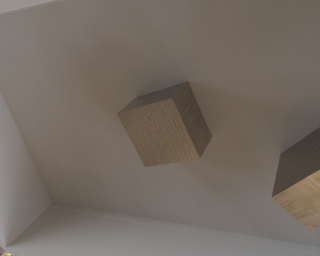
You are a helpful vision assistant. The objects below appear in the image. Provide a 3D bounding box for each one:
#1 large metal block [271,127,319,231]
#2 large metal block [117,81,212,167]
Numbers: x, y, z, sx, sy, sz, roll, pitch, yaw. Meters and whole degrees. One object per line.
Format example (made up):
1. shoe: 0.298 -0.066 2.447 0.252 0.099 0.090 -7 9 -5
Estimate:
1. large metal block: 0.166 0.043 0.312 0.050 0.080 0.080 41 129 0
2. large metal block: 0.007 -0.003 0.386 0.080 0.050 0.080 -13 112 33
